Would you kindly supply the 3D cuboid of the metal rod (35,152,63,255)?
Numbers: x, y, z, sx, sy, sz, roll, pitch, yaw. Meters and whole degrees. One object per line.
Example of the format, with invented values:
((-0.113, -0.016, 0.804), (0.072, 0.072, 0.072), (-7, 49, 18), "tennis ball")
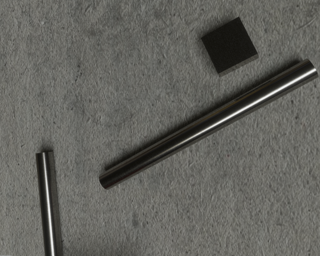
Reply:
((-0.160, 0.185, 0.465), (0.025, 0.025, 0.298), (-7, 88, 20), "metal rod")

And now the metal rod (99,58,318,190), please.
((0.047, 0.004, 0.392), (0.300, 0.025, 0.025), (-30, 80, 17), "metal rod")

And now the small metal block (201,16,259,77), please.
((0.085, -0.098, 0.379), (0.050, 0.025, 0.050), (-26, 82, 18), "small metal block")
